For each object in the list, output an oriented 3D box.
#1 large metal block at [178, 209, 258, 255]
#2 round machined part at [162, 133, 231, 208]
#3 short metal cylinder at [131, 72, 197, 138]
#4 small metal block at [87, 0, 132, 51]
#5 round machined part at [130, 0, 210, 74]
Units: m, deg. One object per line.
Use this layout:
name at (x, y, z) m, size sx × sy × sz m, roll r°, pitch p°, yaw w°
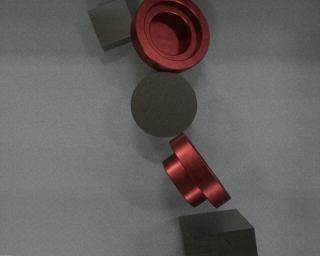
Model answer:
large metal block at (0.068, 0.141, 0.385) m, size 0.081 × 0.080 × 0.050 m, roll -7°, pitch 90°, yaw 0°
round machined part at (0.039, 0.056, 0.376) m, size 0.042 × 0.098 × 0.098 m, roll -36°, pitch 90°, yaw 4°
short metal cylinder at (0.005, -0.028, 0.399) m, size 0.081 × 0.050 × 0.079 m, roll 0°, pitch 90°, yaw -1°
small metal block at (-0.061, -0.136, 0.411) m, size 0.050 × 0.025 × 0.050 m, roll -21°, pitch 90°, yaw -1°
round machined part at (0.010, -0.116, 0.392) m, size 0.099 × 0.042 × 0.097 m, roll 2°, pitch 83°, yaw -21°
